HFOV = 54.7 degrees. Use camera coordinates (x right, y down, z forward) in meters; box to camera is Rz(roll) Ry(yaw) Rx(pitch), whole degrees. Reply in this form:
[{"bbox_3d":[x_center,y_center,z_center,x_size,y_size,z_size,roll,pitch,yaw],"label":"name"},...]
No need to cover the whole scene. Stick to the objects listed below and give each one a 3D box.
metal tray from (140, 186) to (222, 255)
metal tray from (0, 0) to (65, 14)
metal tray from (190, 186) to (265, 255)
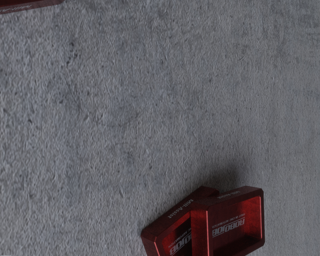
[{"bbox_3d":[0.042,0.152,0.436,0.131,0.030,0.089,-27,107,-37],"label":"metal tray"},{"bbox_3d":[-0.154,-0.149,0.271,0.131,0.030,0.090,-29,108,-36],"label":"metal tray"},{"bbox_3d":[0.101,0.140,0.446,0.131,0.030,0.089,-5,93,-40],"label":"metal tray"}]
